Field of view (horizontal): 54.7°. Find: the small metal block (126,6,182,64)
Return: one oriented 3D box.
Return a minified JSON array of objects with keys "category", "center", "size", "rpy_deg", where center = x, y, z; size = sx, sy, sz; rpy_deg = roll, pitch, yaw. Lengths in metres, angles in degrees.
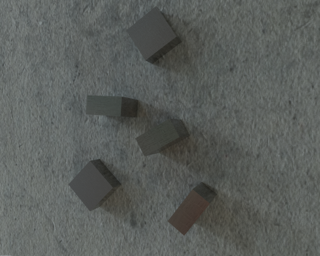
[{"category":"small metal block","center":[-0.008,-0.122,0.411],"size":[0.050,0.025,0.050],"rpy_deg":[-34,79,16]}]

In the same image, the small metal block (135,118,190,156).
[{"category":"small metal block","center":[0.005,0.011,0.393],"size":[0.050,0.050,0.025],"rpy_deg":[-30,81,17]}]

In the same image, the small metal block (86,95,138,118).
[{"category":"small metal block","center":[-0.063,-0.029,0.417],"size":[0.050,0.050,0.025],"rpy_deg":[4,92,19]}]

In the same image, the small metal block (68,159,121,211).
[{"category":"small metal block","center":[-0.093,0.080,0.440],"size":[0.050,0.025,0.050],"rpy_deg":[-47,76,14]}]

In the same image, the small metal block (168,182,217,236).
[{"category":"small metal block","center":[0.041,0.097,0.381],"size":[0.025,0.050,0.050],"rpy_deg":[39,102,15]}]
